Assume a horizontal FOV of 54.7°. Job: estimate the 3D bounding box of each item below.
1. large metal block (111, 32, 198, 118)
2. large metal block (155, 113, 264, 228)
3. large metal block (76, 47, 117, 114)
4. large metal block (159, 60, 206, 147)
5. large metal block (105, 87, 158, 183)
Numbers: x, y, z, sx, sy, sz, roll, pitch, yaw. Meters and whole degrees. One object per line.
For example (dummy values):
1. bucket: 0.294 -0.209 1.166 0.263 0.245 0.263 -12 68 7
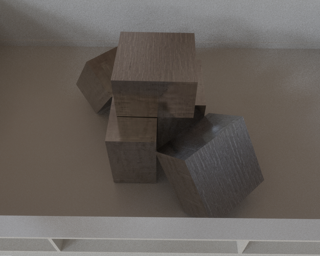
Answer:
1. large metal block: -0.004 -0.058 0.331 0.080 0.050 0.080 1 50 1
2. large metal block: 0.054 0.040 0.324 0.080 0.080 0.050 -34 23 -25
3. large metal block: -0.058 -0.069 0.415 0.080 0.080 0.050 -35 94 -26
4. large metal block: 0.025 -0.030 0.391 0.050 0.080 0.080 1 50 0
5. large metal block: -0.028 0.009 0.360 0.050 0.080 0.080 1 50 0
